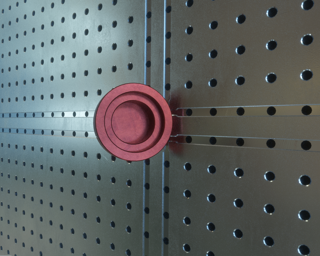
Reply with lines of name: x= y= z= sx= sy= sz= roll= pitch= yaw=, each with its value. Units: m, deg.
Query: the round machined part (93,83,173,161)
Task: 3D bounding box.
round machined part: x=-0.037 y=-0.007 z=0.402 sx=0.042 sy=0.099 sz=0.097 roll=173 pitch=95 yaw=-71
